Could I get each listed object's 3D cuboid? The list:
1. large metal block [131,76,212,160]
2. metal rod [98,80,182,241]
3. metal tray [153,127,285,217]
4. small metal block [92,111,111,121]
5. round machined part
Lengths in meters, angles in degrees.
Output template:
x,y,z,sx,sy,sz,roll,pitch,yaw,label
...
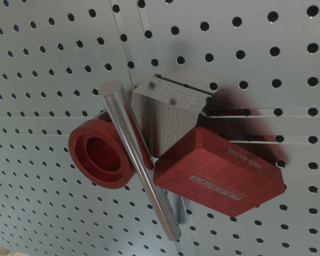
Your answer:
x,y,z,sx,sy,sz,roll,pitch,yaw,label
0.010,-0.008,0.381,0.080,0.050,0.079,21,126,15,large metal block
-0.013,0.066,0.403,0.025,0.025,0.299,6,137,25,metal rod
0.069,0.058,0.370,0.131,0.030,0.090,27,133,-21,metal tray
-0.072,0.000,0.445,0.050,0.025,0.050,-24,106,36,small metal block
-0.071,0.031,0.417,0.098,0.042,0.097,15,126,22,round machined part
